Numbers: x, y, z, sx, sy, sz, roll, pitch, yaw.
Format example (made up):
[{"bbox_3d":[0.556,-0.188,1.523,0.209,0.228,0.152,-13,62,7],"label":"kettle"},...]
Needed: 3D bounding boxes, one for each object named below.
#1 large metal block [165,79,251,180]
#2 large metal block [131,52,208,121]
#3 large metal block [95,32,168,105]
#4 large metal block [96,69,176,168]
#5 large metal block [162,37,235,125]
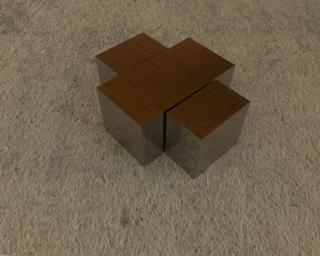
[{"bbox_3d":[0.054,0.002,0.368,0.080,0.080,0.050,-35,59,-26],"label":"large metal block"},{"bbox_3d":[0.010,-0.037,0.401,0.050,0.080,0.080,-35,59,-26],"label":"large metal block"},{"bbox_3d":[-0.036,-0.073,0.430,0.080,0.080,0.050,-35,59,-26],"label":"large metal block"},{"bbox_3d":[-0.028,-0.011,0.379,0.050,0.080,0.080,-35,59,-26],"label":"large metal block"},{"bbox_3d":[0.048,-0.063,0.423,0.050,0.080,0.080,-35,59,-26],"label":"large metal block"}]
